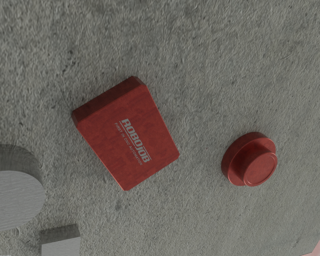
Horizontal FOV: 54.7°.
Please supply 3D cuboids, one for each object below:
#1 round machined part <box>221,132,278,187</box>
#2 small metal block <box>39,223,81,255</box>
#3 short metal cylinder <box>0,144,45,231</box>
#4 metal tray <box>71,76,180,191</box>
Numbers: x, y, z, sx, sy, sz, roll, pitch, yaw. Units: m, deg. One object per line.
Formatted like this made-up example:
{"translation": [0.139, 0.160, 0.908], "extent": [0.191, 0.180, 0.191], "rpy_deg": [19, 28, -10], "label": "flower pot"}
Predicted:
{"translation": [0.155, 0.059, 0.517], "extent": [0.099, 0.042, 0.097], "rpy_deg": [-14, 124, -21], "label": "round machined part"}
{"translation": [-0.140, 0.166, 0.433], "extent": [0.050, 0.025, 0.050], "rpy_deg": [-3, 120, -27], "label": "small metal block"}
{"translation": [-0.171, 0.065, 0.337], "extent": [0.081, 0.050, 0.079], "rpy_deg": [-14, 124, -21], "label": "short metal cylinder"}
{"translation": [-0.038, 0.011, 0.390], "extent": [0.090, 0.030, 0.130], "rpy_deg": [-32, 129, -7], "label": "metal tray"}
